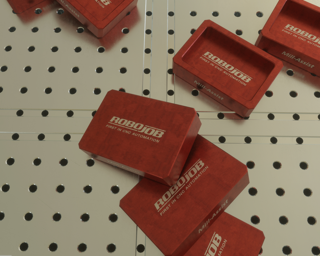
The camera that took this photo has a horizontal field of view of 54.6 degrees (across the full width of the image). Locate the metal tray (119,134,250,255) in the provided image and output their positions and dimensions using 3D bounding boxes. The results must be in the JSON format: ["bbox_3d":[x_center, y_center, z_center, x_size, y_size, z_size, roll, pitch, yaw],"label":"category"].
[{"bbox_3d":[0.029,0.075,0.363,0.130,0.030,0.090,-43,51,-14],"label":"metal tray"}]

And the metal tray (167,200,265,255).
[{"bbox_3d":[0.051,0.159,0.352,0.090,0.030,0.130,27,72,9],"label":"metal tray"}]

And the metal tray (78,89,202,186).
[{"bbox_3d":[-0.026,0.008,0.383,0.130,0.030,0.090,16,69,27],"label":"metal tray"}]

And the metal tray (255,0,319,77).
[{"bbox_3d":[0.221,-0.135,0.459,0.130,0.030,0.090,29,72,10],"label":"metal tray"}]

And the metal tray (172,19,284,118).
[{"bbox_3d":[0.094,-0.086,0.441,0.130,0.030,0.090,35,73,11],"label":"metal tray"}]

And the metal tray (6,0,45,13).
[{"bbox_3d":[-0.200,-0.253,0.501,0.131,0.030,0.090,-34,74,-12],"label":"metal tray"}]

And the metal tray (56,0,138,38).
[{"bbox_3d":[-0.108,-0.212,0.466,0.130,0.030,0.090,42,75,-4],"label":"metal tray"}]
